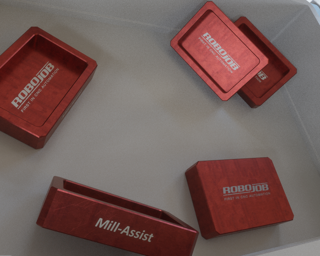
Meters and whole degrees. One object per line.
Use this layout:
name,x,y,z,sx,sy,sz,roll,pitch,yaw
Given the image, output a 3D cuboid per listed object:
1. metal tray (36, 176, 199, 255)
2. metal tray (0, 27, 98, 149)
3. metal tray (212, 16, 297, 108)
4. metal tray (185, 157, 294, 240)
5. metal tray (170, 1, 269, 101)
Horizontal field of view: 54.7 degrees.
metal tray,-0.041,0.083,0.288,0.131,0.090,0.030,22,81,-15
metal tray,-0.142,-0.051,0.356,0.090,0.030,0.130,30,52,-9
metal tray,0.148,-0.109,0.517,0.090,0.030,0.130,-42,85,-3
metal tray,0.105,0.087,0.405,0.131,0.030,0.090,0,62,-28
metal tray,0.092,-0.118,0.482,0.130,0.090,0.030,48,21,5
